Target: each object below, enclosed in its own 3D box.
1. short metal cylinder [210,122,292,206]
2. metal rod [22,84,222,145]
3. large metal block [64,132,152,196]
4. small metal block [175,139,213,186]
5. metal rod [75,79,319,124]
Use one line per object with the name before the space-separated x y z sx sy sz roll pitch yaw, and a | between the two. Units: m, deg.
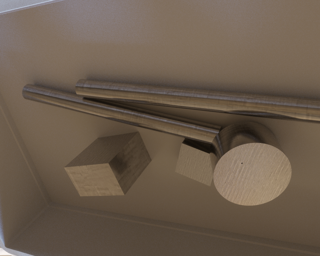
short metal cylinder | 0.098 0.039 0.348 0.080 0.050 0.079 1 116 3
metal rod | -0.065 -0.023 0.426 0.301 0.025 0.025 14 124 20
large metal block | -0.071 0.051 0.441 0.080 0.080 0.050 -9 114 32
small metal block | 0.052 0.042 0.406 0.050 0.025 0.050 21 126 15
metal rod | 0.028 -0.036 0.370 0.301 0.025 0.025 8 122 23
